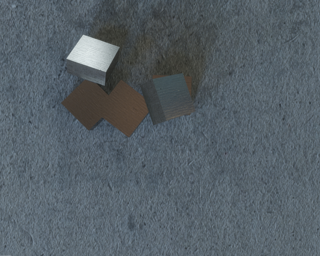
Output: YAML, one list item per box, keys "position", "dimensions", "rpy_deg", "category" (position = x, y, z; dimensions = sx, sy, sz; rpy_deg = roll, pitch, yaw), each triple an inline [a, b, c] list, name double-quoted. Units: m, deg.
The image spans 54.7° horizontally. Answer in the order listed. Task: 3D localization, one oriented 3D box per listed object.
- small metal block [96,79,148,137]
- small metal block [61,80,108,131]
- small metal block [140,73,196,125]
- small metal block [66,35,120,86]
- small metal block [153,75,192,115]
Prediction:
- position: [-0.042, -0.024, 0.384]
  dimensions: [0.050, 0.025, 0.050]
  rpy_deg: [38, 90, -1]
  category: "small metal block"
- position: [-0.092, -0.032, 0.409]
  dimensions: [0.050, 0.025, 0.050]
  rpy_deg: [-45, 91, 0]
  category: "small metal block"
- position: [0.010, -0.035, 0.374]
  dimensions: [0.050, 0.025, 0.050]
  rpy_deg: [-19, 90, -40]
  category: "small metal block"
- position: [-0.085, -0.088, 0.398]
  dimensions: [0.050, 0.025, 0.050]
  rpy_deg: [19, 53, -1]
  category: "small metal block"
- position: [0.015, -0.043, 0.411]
  dimensions: [0.050, 0.025, 0.050]
  rpy_deg: [2, 90, -1]
  category: "small metal block"
